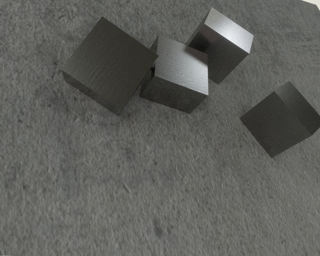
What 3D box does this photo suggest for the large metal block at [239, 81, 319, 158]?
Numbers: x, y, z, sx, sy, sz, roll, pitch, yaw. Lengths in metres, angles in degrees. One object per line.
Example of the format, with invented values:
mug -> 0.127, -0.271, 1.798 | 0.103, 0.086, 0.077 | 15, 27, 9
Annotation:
large metal block -> 0.186, -0.012, 0.479 | 0.050, 0.080, 0.080 | -30, 79, -38

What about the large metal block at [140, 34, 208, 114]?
large metal block -> 0.021, -0.077, 0.448 | 0.081, 0.050, 0.080 | 17, 55, -19

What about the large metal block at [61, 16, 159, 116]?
large metal block -> -0.061, -0.073, 0.381 | 0.080, 0.050, 0.080 | 34, 77, -6

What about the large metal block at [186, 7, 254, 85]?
large metal block -> 0.089, -0.129, 0.498 | 0.080, 0.080, 0.050 | 31, 52, -9
